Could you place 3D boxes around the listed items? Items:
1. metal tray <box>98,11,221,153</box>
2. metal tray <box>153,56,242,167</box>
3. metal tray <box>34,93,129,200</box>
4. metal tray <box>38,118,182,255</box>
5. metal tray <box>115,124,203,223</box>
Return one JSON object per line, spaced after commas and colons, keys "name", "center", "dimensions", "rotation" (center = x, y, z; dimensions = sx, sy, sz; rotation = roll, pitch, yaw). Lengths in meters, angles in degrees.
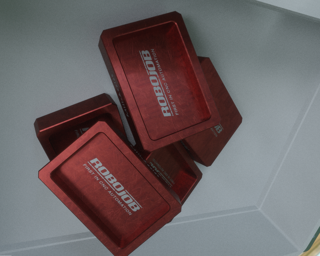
{"name": "metal tray", "center": [0.000, -0.049, 0.330], "dimensions": [0.091, 0.030, 0.129], "rotation": [-21, 91, -16]}
{"name": "metal tray", "center": [0.053, -0.019, 0.408], "dimensions": [0.090, 0.030, 0.130], "rotation": [-52, 131, -14]}
{"name": "metal tray", "center": [-0.083, 0.032, 0.380], "dimensions": [0.091, 0.030, 0.129], "rotation": [-24, 127, -14]}
{"name": "metal tray", "center": [-0.051, 0.064, 0.335], "dimensions": [0.090, 0.030, 0.130], "rotation": [-41, 98, 2]}
{"name": "metal tray", "center": [0.003, 0.065, 0.420], "dimensions": [0.090, 0.030, 0.130], "rotation": [-52, 138, -15]}
